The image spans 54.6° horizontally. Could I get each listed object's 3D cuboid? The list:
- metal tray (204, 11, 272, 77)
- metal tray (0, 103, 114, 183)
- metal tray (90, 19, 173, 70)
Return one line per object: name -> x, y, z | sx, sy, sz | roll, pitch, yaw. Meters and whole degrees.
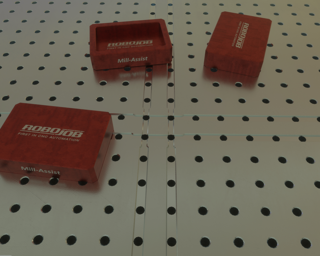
metal tray -> 0.135, -0.147, 0.529 | 0.090, 0.030, 0.130 | 15, 52, 12
metal tray -> -0.133, 0.016, 0.391 | 0.131, 0.030, 0.090 | 6, 50, 5
metal tray -> -0.050, -0.143, 0.524 | 0.131, 0.030, 0.090 | -6, 50, -6
